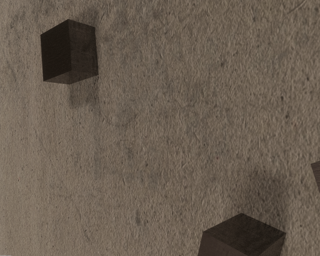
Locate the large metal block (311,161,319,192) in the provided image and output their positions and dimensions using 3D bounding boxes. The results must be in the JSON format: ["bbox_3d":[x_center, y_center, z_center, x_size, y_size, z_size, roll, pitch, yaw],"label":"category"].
[{"bbox_3d":[0.178,0.057,0.242,0.080,0.050,0.080,-20,77,38],"label":"large metal block"}]

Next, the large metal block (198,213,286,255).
[{"bbox_3d":[0.076,0.139,0.305,0.050,0.081,0.079,18,102,38],"label":"large metal block"}]

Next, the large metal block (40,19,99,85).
[{"bbox_3d":[-0.150,-0.121,0.509,0.080,0.050,0.080,-8,85,39],"label":"large metal block"}]
